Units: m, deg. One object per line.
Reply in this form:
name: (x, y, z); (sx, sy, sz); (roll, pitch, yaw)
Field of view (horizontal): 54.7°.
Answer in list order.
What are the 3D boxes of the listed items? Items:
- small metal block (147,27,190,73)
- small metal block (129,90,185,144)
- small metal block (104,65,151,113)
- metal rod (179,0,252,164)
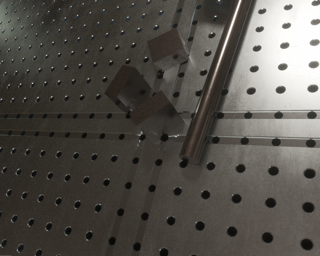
small metal block: (0.012, -0.119, 0.473); (0.050, 0.025, 0.050); (-23, 53, 13)
small metal block: (-0.003, -0.013, 0.401); (0.050, 0.050, 0.025); (-36, 52, 4)
small metal block: (-0.045, -0.054, 0.448); (0.025, 0.050, 0.050); (19, 72, 35)
metal rod: (0.085, -0.093, 0.419); (0.025, 0.025, 0.300); (8, 65, 31)
